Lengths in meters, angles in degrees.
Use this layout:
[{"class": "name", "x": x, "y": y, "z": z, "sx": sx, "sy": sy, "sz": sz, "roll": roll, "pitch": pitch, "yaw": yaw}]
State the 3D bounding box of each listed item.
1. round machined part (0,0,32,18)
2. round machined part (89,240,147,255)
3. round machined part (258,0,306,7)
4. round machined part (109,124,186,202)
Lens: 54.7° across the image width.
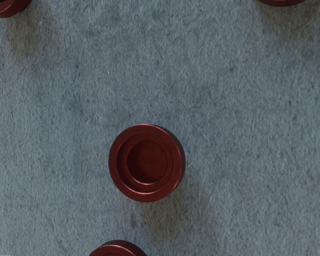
[{"class": "round machined part", "x": -0.238, "y": -0.219, "z": 0.482, "sx": 0.098, "sy": 0.042, "sz": 0.097, "roll": 0, "pitch": 90, "yaw": 19}, {"class": "round machined part", "x": -0.051, "y": 0.199, "z": 0.417, "sx": 0.098, "sy": 0.042, "sz": 0.097, "roll": 0, "pitch": 90, "yaw": 19}, {"class": "round machined part", "x": 0.144, "y": -0.193, "z": 0.349, "sx": 0.098, "sy": 0.042, "sz": 0.097, "roll": 0, "pitch": 90, "yaw": 19}, {"class": "round machined part", "x": -0.014, "y": 0.044, "z": 0.404, "sx": 0.098, "sy": 0.042, "sz": 0.097, "roll": 0, "pitch": 90, "yaw": 19}]
